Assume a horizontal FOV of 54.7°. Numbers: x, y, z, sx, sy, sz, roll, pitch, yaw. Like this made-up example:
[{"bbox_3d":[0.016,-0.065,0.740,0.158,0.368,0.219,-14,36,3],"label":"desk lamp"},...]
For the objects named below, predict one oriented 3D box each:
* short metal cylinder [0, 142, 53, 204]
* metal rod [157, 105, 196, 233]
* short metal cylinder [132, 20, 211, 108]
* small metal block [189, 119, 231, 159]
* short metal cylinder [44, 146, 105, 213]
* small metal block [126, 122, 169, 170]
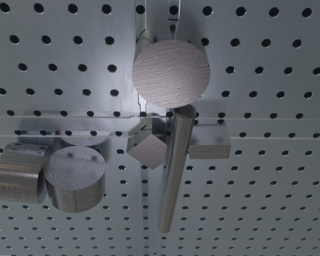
[{"bbox_3d":[-0.184,0.062,0.426,0.050,0.080,0.079,8,130,-7],"label":"short metal cylinder"},{"bbox_3d":[0.018,0.081,0.456,0.025,0.025,0.298,3,138,-3],"label":"metal rod"},{"bbox_3d":[0.011,-0.069,0.336,0.081,0.050,0.079,0,130,0],"label":"short metal cylinder"},{"bbox_3d":[0.063,0.014,0.408,0.050,0.050,0.025,-1,130,0],"label":"small metal block"},{"bbox_3d":[-0.118,0.071,0.435,0.081,0.080,0.050,5,130,-4],"label":"short metal cylinder"},{"bbox_3d":[-0.011,0.026,0.434,0.050,0.025,0.050,-37,121,27],"label":"small metal block"}]
